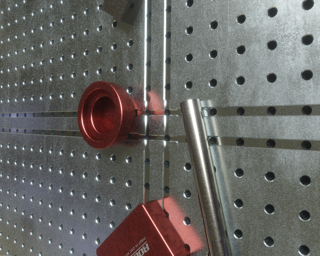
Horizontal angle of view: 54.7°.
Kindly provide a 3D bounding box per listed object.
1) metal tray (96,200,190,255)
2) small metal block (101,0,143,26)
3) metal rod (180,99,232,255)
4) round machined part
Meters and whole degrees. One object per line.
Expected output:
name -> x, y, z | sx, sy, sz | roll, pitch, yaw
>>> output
metal tray -> -0.028, 0.173, 0.428 | 0.129, 0.030, 0.090 | -50, 61, 28
small metal block -> -0.054, -0.185, 0.451 | 0.050, 0.025, 0.050 | 39, 114, 32
metal rod -> 0.063, 0.113, 0.355 | 0.025, 0.025, 0.298 | -17, 79, 38
round machined part -> -0.075, -0.019, 0.458 | 0.098, 0.042, 0.097 | 0, 90, 39
